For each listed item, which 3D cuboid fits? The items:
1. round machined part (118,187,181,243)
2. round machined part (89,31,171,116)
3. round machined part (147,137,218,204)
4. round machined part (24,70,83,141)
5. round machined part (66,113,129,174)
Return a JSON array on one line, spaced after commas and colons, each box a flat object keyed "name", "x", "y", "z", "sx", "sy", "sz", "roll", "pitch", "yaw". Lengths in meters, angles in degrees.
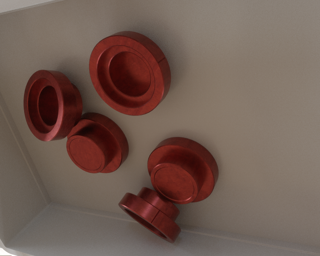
[{"name": "round machined part", "x": -0.010, "y": 0.124, "z": 0.461, "sx": 0.098, "sy": 0.042, "sz": 0.098, "roll": 30, "pitch": 158, "yaw": 14}, {"name": "round machined part", "x": -0.032, "y": -0.067, "z": 0.371, "sx": 0.098, "sy": 0.042, "sz": 0.097, "roll": 13, "pitch": 124, "yaw": 20}, {"name": "round machined part", "x": 0.026, "y": 0.065, "z": 0.423, "sx": 0.098, "sy": 0.042, "sz": 0.097, "roll": 13, "pitch": 124, "yaw": 20}, {"name": "round machined part", "x": -0.147, "y": -0.032, "z": 0.437, "sx": 0.098, "sy": 0.042, "sz": 0.097, "roll": 4, "pitch": 97, "yaw": 38}, {"name": "round machined part", "x": -0.100, "y": 0.029, "z": 0.467, "sx": 0.098, "sy": 0.042, "sz": 0.097, "roll": 13, "pitch": 124, "yaw": 20}]
